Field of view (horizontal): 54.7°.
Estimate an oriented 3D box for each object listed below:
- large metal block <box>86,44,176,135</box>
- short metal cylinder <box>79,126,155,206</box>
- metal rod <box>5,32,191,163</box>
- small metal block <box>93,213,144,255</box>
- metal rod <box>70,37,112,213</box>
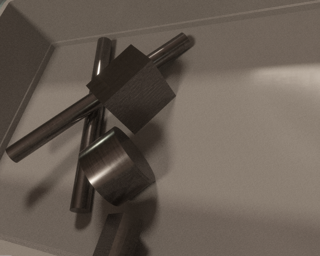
[{"bbox_3d":[-0.037,-0.050,0.419,0.080,0.080,0.050,-44,51,-2],"label":"large metal block"},{"bbox_3d":[-0.050,0.045,0.368,0.050,0.080,0.080,-37,51,4],"label":"short metal cylinder"},{"bbox_3d":[-0.084,-0.047,0.448,0.301,0.025,0.025,-35,51,-7],"label":"metal rod"},{"bbox_3d":[-0.046,0.122,0.336,0.050,0.025,0.050,-30,36,57],"label":"small metal block"},{"bbox_3d":[-0.100,-0.023,0.470,0.025,0.025,0.299,-12,56,21],"label":"metal rod"}]
